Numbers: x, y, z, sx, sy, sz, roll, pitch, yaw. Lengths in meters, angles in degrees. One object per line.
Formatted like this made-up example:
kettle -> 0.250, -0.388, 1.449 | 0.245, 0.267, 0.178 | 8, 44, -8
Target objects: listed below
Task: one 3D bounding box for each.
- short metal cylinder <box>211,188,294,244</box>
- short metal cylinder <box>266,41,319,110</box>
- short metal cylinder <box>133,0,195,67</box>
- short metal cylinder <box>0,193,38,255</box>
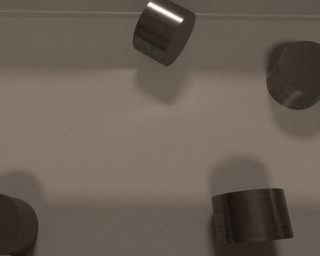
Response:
short metal cylinder -> 0.101, 0.099, 0.345 | 0.081, 0.080, 0.050 | -4, 70, -2
short metal cylinder -> 0.195, -0.071, 0.425 | 0.081, 0.050, 0.080 | 0, 70, 0
short metal cylinder -> 0.006, -0.133, 0.429 | 0.050, 0.080, 0.080 | 32, 73, 10
short metal cylinder -> -0.188, 0.116, 0.352 | 0.081, 0.050, 0.080 | 0, 70, 0
